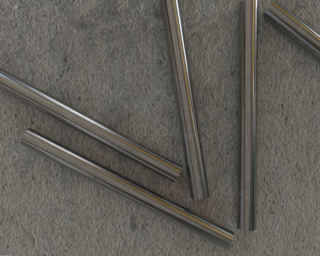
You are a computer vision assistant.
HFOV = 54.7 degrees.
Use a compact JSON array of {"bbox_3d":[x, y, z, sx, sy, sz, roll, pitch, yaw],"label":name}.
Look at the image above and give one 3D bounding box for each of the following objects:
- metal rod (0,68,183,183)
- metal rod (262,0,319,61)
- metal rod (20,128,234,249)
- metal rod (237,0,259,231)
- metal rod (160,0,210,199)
[{"bbox_3d":[-0.108,-0.010,0.408,0.301,0.025,0.025,28,90,0],"label":"metal rod"},{"bbox_3d":[0.263,-0.067,0.411,0.300,0.025,0.025,38,90,0],"label":"metal rod"},{"bbox_3d":[-0.042,0.080,0.409,0.301,0.025,0.025,27,90,0],"label":"metal rod"},{"bbox_3d":[0.116,-0.017,0.410,0.025,0.025,0.298,1,90,0],"label":"metal rod"},{"bbox_3d":[0.030,-0.056,0.409,0.025,0.025,0.298,-9,90,0],"label":"metal rod"}]
